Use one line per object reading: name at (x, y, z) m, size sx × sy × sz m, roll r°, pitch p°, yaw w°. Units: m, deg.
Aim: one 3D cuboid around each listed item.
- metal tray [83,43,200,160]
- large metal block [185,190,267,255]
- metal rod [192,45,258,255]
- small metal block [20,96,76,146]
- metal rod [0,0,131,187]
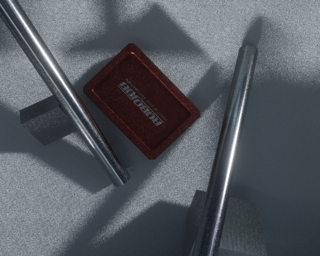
metal tray at (-0.023, -0.034, 0.408) m, size 0.090 × 0.030 × 0.130 m, roll -44°, pitch 91°, yaw 0°
large metal block at (0.076, 0.129, 0.378) m, size 0.080 × 0.080 × 0.050 m, roll 13°, pitch 123°, yaw -1°
metal rod at (0.077, 0.029, 0.357) m, size 0.025 × 0.025 × 0.300 m, roll 18°, pitch 68°, yaw 0°
small metal block at (-0.140, -0.009, 0.395) m, size 0.050 × 0.050 × 0.025 m, roll -25°, pitch 52°, yaw 0°
metal rod at (-0.120, -0.053, 0.365) m, size 0.025 × 0.025 × 0.299 m, roll -30°, pitch 108°, yaw 0°
